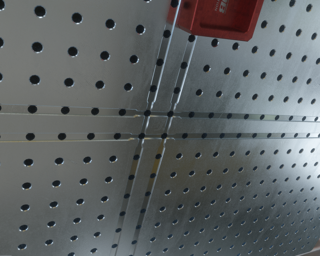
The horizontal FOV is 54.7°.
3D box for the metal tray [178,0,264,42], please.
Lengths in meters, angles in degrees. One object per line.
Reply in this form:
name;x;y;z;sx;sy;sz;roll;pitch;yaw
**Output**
metal tray;0.079;-0.168;0.346;0.091;0.030;0.129;-2;120;-27
